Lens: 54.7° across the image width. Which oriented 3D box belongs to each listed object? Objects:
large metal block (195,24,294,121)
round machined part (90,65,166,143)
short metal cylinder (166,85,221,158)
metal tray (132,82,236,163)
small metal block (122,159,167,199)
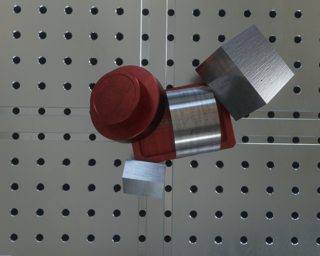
[{"bbox_3d":[0.104,-0.068,0.378,0.080,0.050,0.080,-39,91,-37],"label":"large metal block"},{"bbox_3d":[-0.046,-0.033,0.382,0.098,0.042,0.098,-6,74,22],"label":"round machined part"},{"bbox_3d":[0.038,-0.008,0.370,0.050,0.080,0.080,-9,90,-1],"label":"short metal cylinder"},{"bbox_3d":[0.025,-0.007,0.409,0.131,0.030,0.089,-11,90,0],"label":"metal tray"},{"bbox_3d":[-0.020,0.066,0.395,0.050,0.050,0.025,8,56,0],"label":"small metal block"}]
